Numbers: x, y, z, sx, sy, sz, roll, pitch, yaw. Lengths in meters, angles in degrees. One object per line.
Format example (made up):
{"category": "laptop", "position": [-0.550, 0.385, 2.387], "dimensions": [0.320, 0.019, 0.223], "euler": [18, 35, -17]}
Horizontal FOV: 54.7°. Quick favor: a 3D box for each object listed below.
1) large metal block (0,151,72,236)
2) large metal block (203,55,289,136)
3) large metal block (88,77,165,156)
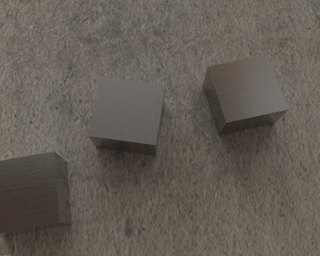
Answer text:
{"category": "large metal block", "position": [-0.154, 0.079, 0.364], "dimensions": [0.081, 0.050, 0.080], "euler": [-10, 70, -4]}
{"category": "large metal block", "position": [0.110, -0.043, 0.412], "dimensions": [0.081, 0.050, 0.080], "euler": [-12, 71, -5]}
{"category": "large metal block", "position": [-0.039, -0.014, 0.399], "dimensions": [0.080, 0.050, 0.080], "euler": [8, 70, 2]}
